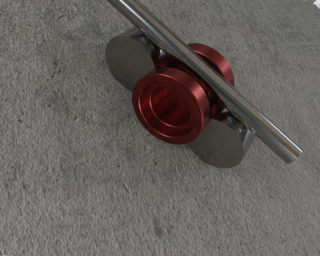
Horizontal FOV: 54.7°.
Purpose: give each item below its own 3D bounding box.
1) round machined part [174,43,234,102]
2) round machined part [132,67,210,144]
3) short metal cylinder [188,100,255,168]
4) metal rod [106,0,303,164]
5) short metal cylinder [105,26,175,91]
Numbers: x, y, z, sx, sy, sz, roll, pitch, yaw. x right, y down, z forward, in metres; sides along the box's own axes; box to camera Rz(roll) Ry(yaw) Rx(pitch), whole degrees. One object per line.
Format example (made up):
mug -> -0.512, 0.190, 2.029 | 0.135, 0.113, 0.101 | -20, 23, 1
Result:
round machined part -> 0.047, -0.062, 0.424 | 0.098, 0.098, 0.042 | 43, 55, 1
round machined part -> 0.017, -0.031, 0.387 | 0.098, 0.097, 0.042 | 43, 47, 1
short metal cylinder -> 0.082, 0.007, 0.412 | 0.080, 0.080, 0.050 | 43, 51, 1
metal rod -> 0.050, -0.067, 0.373 | 0.300, 0.025, 0.025 | 42, 51, 0
short metal cylinder -> -0.025, -0.094, 0.415 | 0.080, 0.080, 0.050 | 43, 51, 1
